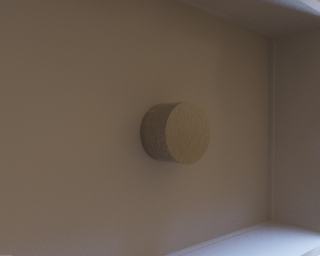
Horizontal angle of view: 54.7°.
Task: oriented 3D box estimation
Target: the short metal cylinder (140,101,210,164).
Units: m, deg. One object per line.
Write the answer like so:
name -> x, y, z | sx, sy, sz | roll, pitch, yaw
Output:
short metal cylinder -> 0.021, 0.006, 0.410 | 0.081, 0.050, 0.079 | 0, 90, -40
